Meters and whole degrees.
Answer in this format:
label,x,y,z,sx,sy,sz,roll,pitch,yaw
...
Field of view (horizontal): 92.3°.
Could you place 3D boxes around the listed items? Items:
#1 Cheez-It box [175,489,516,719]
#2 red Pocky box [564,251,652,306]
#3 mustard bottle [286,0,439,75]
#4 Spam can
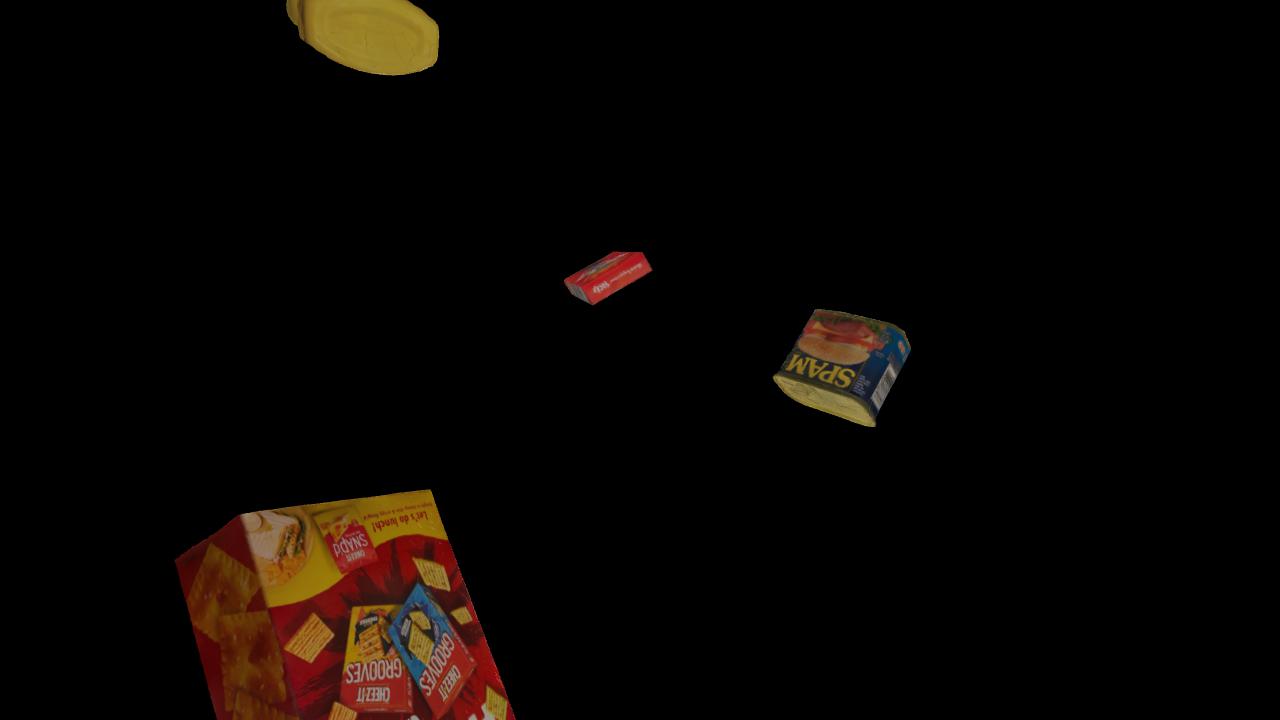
label,x,y,z,sx,sy,sz,roll,pitch,yaw
Cheez-It box,-0.179,0.205,0.409,0.071,0.223,0.166,-33,-16,15
red Pocky box,-0.043,-0.104,0.759,0.083,0.028,0.155,-30,16,-8
mustard bottle,-0.227,-0.272,0.485,0.092,0.054,0.184,-12,38,-29
Spam can,0.194,0.004,0.589,0.101,0.085,0.058,21,-17,45
